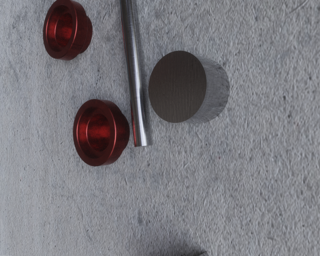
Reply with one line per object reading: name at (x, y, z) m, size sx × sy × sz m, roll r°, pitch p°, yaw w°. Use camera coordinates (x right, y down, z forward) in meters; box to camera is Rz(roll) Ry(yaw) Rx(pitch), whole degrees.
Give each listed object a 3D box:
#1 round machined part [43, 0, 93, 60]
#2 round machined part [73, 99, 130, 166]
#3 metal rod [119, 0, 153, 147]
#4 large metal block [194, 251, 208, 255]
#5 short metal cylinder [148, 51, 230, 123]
round machined part at (-0.151, -0.161, 0.518) m, size 0.098 × 0.042 × 0.097 m, roll 0°, pitch 90°, yaw 40°
round machined part at (-0.084, 0.007, 0.463) m, size 0.098 × 0.042 × 0.097 m, roll 0°, pitch 90°, yaw 40°
metal rod at (-0.039, -0.123, 0.437) m, size 0.025 × 0.025 × 0.298 m, roll -11°, pitch 83°, yaw 39°
large metal block at (0.029, 0.204, 0.365) m, size 0.080 × 0.050 × 0.080 m, roll -36°, pitch 68°, yaw 34°
short metal cylinder at (0.033, -0.045, 0.361) m, size 0.080 × 0.050 × 0.079 m, roll 0°, pitch 90°, yaw 40°
